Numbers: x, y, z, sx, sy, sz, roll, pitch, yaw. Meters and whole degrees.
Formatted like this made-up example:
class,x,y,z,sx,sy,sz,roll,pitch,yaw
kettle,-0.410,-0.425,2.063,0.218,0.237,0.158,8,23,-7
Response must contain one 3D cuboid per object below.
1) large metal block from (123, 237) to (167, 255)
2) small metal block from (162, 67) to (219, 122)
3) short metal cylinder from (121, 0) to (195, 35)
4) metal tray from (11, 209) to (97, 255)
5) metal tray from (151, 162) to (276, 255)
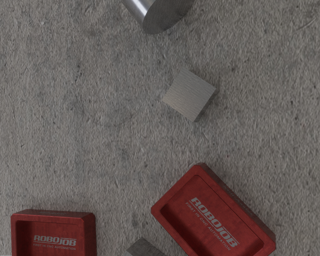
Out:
class,x,y,z,sx,sy,sz,roll,pitch,yaw
large metal block,-0.020,0.206,0.403,0.080,0.050,0.080,32,100,17
small metal block,0.039,-0.042,0.395,0.050,0.025,0.050,37,102,16
short metal cylinder,-0.002,-0.163,0.381,0.080,0.080,0.050,-39,78,16
metal tray,-0.160,0.172,0.462,0.130,0.030,0.089,-3,89,19
metal tray,0.064,0.119,0.383,0.130,0.030,0.090,46,104,14
